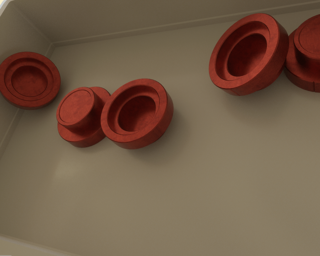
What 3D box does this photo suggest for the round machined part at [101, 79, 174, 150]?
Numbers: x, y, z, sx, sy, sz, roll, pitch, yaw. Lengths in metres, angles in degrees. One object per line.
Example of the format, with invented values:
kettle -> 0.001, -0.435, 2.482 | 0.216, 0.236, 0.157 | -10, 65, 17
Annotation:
round machined part -> -0.027, -0.015, 0.417 | 0.098, 0.042, 0.098 | -13, 56, 20

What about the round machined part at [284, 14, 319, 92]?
round machined part -> 0.190, -0.092, 0.352 | 0.098, 0.042, 0.098 | -13, 56, 20

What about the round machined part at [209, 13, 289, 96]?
round machined part -> 0.110, -0.083, 0.372 | 0.098, 0.042, 0.098 | -30, 47, 40

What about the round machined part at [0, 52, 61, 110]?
round machined part -> -0.225, -0.078, 0.535 | 0.042, 0.098, 0.098 | -27, 38, 65

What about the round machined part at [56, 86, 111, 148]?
round machined part -> -0.116, -0.023, 0.468 | 0.098, 0.042, 0.098 | -13, 56, 20
